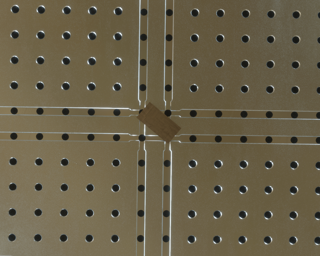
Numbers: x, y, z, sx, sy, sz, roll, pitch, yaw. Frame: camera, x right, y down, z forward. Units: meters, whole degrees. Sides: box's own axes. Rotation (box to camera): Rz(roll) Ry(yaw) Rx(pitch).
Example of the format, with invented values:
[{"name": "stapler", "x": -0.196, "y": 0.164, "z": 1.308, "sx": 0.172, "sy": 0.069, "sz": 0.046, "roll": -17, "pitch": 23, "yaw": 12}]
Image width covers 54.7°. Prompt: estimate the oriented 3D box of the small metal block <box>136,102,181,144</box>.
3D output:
[{"name": "small metal block", "x": -0.001, "y": -0.006, "z": 0.401, "sx": 0.050, "sy": 0.050, "sz": 0.025, "roll": 40, "pitch": 90, "yaw": -1}]
